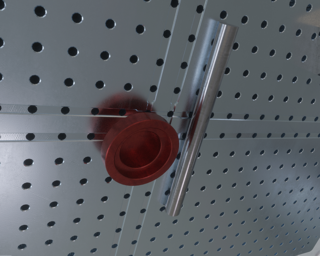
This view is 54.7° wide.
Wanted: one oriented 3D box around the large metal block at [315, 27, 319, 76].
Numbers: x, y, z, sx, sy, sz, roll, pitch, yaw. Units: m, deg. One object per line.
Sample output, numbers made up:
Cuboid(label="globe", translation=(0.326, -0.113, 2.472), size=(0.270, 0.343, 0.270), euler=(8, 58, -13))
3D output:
Cuboid(label="large metal block", translation=(0.292, -0.125, 0.477), size=(0.080, 0.050, 0.080), euler=(-25, 128, -13))

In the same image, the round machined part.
Cuboid(label="round machined part", translation=(-0.028, 0.023, 0.399), size=(0.099, 0.042, 0.097), euler=(-14, 124, -21))

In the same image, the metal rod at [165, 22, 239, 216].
Cuboid(label="metal rod", translation=(0.052, 0.005, 0.442), size=(0.025, 0.025, 0.298), euler=(-1, 119, -28))
